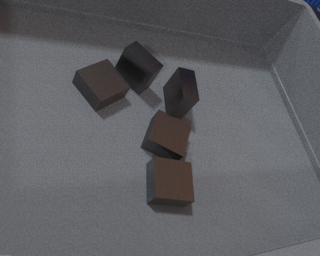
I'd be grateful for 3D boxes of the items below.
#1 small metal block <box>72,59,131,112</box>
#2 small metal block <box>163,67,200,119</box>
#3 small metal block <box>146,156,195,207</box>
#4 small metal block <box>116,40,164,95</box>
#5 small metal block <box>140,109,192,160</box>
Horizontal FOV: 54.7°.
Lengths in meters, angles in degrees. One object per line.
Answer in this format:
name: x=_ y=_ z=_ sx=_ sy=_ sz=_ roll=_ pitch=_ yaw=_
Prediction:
small metal block: x=-0.075 y=-0.056 z=0.400 sx=0.050 sy=0.025 sz=0.050 roll=-34 pitch=81 yaw=-38
small metal block: x=0.028 y=-0.049 z=0.436 sx=0.025 sy=0.050 sz=0.050 roll=9 pitch=58 yaw=-24
small metal block: x=0.012 y=0.066 z=0.373 sx=0.050 sy=0.025 sz=0.050 roll=12 pitch=57 yaw=-22
small metal block: x=-0.031 y=-0.081 z=0.424 sx=0.050 sy=0.050 sz=0.025 roll=43 pitch=51 yaw=1
small metal block: x=0.009 y=0.011 z=0.405 sx=0.050 sy=0.025 sz=0.050 roll=28 pitch=52 yaw=-11
